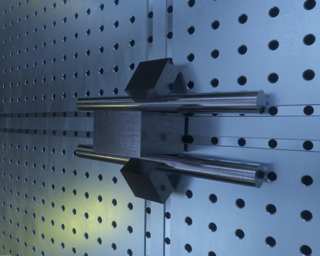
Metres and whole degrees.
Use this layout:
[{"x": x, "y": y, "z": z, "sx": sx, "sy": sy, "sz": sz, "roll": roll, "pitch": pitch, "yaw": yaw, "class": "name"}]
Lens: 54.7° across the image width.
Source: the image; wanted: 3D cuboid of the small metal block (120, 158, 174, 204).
[{"x": -0.017, "y": 0.068, "z": 0.403, "sx": 0.050, "sy": 0.025, "sz": 0.050, "roll": 4, "pitch": 130, "yaw": 39, "class": "small metal block"}]

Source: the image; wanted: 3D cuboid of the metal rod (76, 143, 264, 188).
[{"x": -0.013, "y": 0.044, "z": 0.415, "sx": 0.300, "sy": 0.025, "sz": 0.025, "roll": 3, "pitch": 92, "yaw": 39, "class": "metal rod"}]

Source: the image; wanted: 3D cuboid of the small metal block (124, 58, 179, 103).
[{"x": -0.010, "y": -0.061, "z": 0.398, "sx": 0.050, "sy": 0.025, "sz": 0.050, "roll": 2, "pitch": 57, "yaw": 39, "class": "small metal block"}]

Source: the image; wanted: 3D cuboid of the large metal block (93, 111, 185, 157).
[{"x": -0.026, "y": 0.005, "z": 0.389, "sx": 0.080, "sy": 0.081, "sz": 0.050, "roll": 3, "pitch": 92, "yaw": 40, "class": "large metal block"}]

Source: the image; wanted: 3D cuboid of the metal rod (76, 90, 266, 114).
[{"x": -0.012, "y": -0.033, "z": 0.413, "sx": 0.300, "sy": 0.025, "sz": 0.025, "roll": 3, "pitch": 92, "yaw": 39, "class": "metal rod"}]
